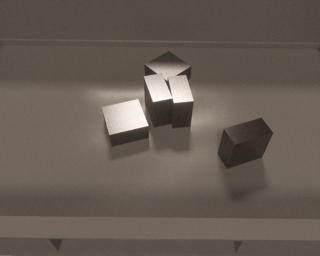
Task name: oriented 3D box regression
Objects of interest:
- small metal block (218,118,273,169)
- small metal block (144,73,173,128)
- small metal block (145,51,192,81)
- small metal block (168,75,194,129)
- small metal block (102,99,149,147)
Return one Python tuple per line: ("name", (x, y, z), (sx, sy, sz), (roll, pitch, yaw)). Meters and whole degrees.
("small metal block", (0.102, 0.019, 0.374), (0.050, 0.050, 0.025), (-16, 52, -13))
("small metal block", (-0.003, -0.037, 0.420), (0.025, 0.050, 0.050), (-12, 51, -10))
("small metal block", (0.012, -0.087, 0.479), (0.050, 0.025, 0.050), (-35, 58, -26))
("small metal block", (0.026, -0.035, 0.419), (0.025, 0.050, 0.050), (-6, 50, -5))
("small metal block", (-0.046, -0.007, 0.411), (0.050, 0.025, 0.050), (-14, 52, -12))
